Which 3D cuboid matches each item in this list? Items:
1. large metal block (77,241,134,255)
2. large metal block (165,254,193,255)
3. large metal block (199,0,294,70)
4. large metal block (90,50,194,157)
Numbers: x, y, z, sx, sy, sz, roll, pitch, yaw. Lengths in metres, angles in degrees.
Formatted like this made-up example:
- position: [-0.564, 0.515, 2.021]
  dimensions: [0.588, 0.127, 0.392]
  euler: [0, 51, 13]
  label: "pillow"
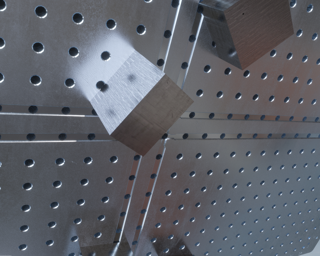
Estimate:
- position: [-0.090, 0.232, 0.488]
  dimensions: [0.081, 0.050, 0.079]
  euler: [6, 116, -31]
  label: "large metal block"
- position: [0.025, 0.289, 0.587]
  dimensions: [0.081, 0.050, 0.080]
  euler: [11, 113, -33]
  label: "large metal block"
- position: [0.105, -0.131, 0.371]
  dimensions: [0.080, 0.050, 0.080]
  euler: [-36, 129, -5]
  label: "large metal block"
- position: [-0.023, -0.029, 0.344]
  dimensions: [0.080, 0.080, 0.050]
  euler: [-48, 129, 5]
  label: "large metal block"
